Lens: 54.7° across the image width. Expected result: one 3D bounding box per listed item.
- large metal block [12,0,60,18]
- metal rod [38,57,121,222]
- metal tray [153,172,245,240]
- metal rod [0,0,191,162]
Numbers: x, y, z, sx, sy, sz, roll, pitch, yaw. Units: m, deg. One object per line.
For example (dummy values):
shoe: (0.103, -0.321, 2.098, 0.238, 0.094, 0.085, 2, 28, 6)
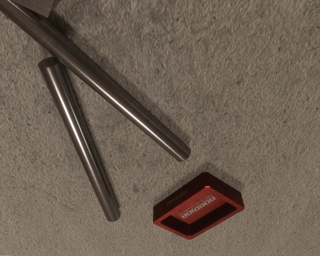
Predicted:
large metal block: (-0.114, -0.155, 0.257, 0.080, 0.050, 0.080, 23, 126, -19)
metal rod: (-0.102, 0.039, 0.439, 0.025, 0.025, 0.298, -7, 130, 5)
metal tray: (0.062, 0.135, 0.519, 0.090, 0.030, 0.130, 33, 122, -26)
metal rod: (-0.063, -0.049, 0.364, 0.025, 0.025, 0.300, -33, 123, 24)
